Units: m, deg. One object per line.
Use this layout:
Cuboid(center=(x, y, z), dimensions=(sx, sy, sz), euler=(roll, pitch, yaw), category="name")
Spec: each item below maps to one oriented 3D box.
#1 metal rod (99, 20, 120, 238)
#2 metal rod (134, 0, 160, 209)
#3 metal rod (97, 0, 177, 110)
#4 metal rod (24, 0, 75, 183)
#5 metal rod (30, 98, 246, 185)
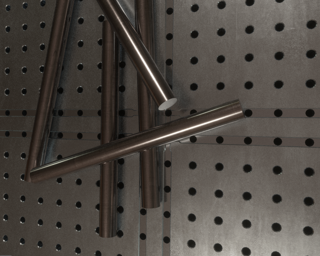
Cuboid(center=(-0.071, 0.001, 0.436), dimensions=(0.025, 0.025, 0.298), euler=(1, 90, 19), category="metal rod")
Cuboid(center=(-0.018, -0.044, 0.417), dimensions=(0.025, 0.025, 0.298), euler=(-2, 89, 19), category="metal rod")
Cuboid(center=(-0.061, -0.153, 0.413), dimensions=(0.025, 0.025, 0.299), euler=(-34, 72, 16), category="metal rod")
Cuboid(center=(-0.167, -0.065, 0.469), dimensions=(0.025, 0.025, 0.298), euler=(13, 94, 19), category="metal rod")
Cuboid(center=(-0.042, 0.024, 0.398), dimensions=(0.300, 0.025, 0.025), euler=(-19, 84, 18), category="metal rod")
